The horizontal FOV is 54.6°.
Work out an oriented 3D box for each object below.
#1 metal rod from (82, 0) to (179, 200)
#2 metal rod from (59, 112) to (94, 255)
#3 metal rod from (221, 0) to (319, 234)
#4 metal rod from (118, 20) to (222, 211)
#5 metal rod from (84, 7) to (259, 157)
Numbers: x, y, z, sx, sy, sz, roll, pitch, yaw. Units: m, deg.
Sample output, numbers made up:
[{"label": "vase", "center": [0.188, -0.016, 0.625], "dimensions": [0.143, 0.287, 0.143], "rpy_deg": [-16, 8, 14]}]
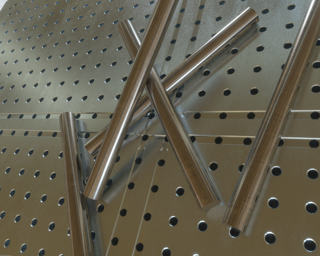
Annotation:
[{"label": "metal rod", "center": [-0.034, -0.051, 0.399], "dimensions": [0.025, 0.025, 0.299], "rpy_deg": [23, 92, 36]}, {"label": "metal rod", "center": [-0.109, 0.096, 0.408], "dimensions": [0.025, 0.025, 0.300], "rpy_deg": [-28, 52, 11]}, {"label": "metal rod", "center": [0.138, -0.028, 0.353], "dimensions": [0.025, 0.025, 0.300], "rpy_deg": [15, 69, 34]}, {"label": "metal rod", "center": [0.001, -0.036, 0.403], "dimensions": [0.025, 0.025, 0.299], "rpy_deg": [-30, 60, 9]}, {"label": "metal rod", "center": [0.016, -0.064, 0.439], "dimensions": [0.300, 0.025, 0.025], "rpy_deg": [-40, 51, 1]}]
